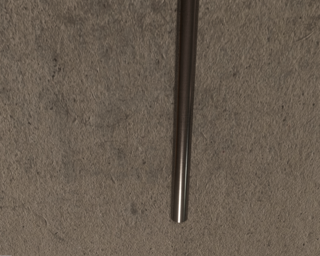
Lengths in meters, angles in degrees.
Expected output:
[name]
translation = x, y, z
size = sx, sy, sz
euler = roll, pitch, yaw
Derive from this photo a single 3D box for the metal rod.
[metal rod]
translation = 0.030, -0.007, 0.407
size = 0.025, 0.025, 0.298
euler = 1, 110, -1
